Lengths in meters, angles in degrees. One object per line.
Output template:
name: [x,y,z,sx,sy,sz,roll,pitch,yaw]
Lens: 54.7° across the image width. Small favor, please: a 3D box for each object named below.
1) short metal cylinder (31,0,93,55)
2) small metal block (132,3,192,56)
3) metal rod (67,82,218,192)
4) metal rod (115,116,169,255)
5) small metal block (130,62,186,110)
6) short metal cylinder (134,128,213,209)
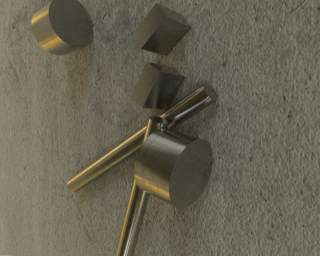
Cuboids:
short metal cylinder: [-0.155,-0.163,0.497,0.050,0.081,0.080,-9,84,40]
small metal block: [0.003,-0.121,0.387,0.050,0.050,0.025,-44,63,31]
metal rod: [-0.044,0.028,0.441,0.299,0.025,0.025,-34,69,34]
metal rod: [-0.036,0.127,0.418,0.025,0.025,0.298,28,113,36]
small metal block: [-0.002,-0.052,0.391,0.025,0.050,0.050,42,115,32]
short metal cylinder: [0.017,0.045,0.355,0.050,0.081,0.079,18,101,38]
